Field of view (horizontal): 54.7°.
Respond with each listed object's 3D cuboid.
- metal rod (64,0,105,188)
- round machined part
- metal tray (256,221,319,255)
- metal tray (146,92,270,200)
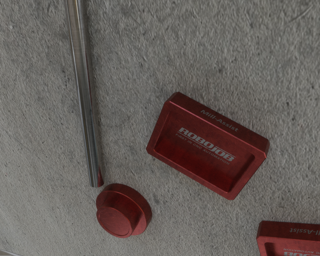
[{"bbox_3d":[-0.102,-0.035,0.436,0.025,0.025,0.298,14,124,20],"label":"metal rod"},{"bbox_3d":[-0.066,0.144,0.518,0.098,0.042,0.097,13,124,20],"label":"round machined part"},{"bbox_3d":[0.201,0.168,0.401,0.130,0.030,0.090,-5,116,30],"label":"metal tray"},{"bbox_3d":[0.055,0.024,0.387,0.130,0.030,0.089,29,128,9],"label":"metal tray"}]
